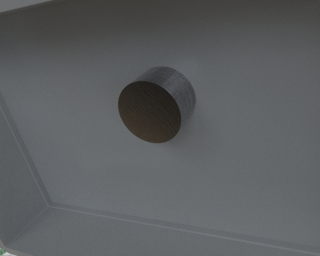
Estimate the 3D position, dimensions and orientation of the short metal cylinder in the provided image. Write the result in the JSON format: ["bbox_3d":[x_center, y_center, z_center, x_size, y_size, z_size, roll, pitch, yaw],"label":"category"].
[{"bbox_3d":[-0.003,-0.028,0.375,0.080,0.050,0.079,13,124,20],"label":"short metal cylinder"}]
